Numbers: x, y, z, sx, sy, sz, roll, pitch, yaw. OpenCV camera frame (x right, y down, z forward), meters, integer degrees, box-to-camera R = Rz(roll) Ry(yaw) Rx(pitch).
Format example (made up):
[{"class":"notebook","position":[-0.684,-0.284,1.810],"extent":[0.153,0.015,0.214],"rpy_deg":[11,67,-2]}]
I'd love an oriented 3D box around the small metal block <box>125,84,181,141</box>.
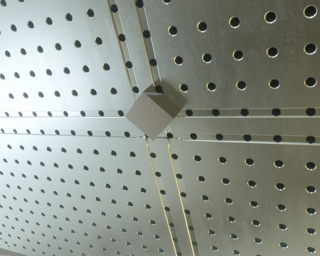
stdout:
[{"class":"small metal block","position":[-0.010,-0.019,0.403],"extent":[0.050,0.025,0.050],"rpy_deg":[41,129,-1]}]
